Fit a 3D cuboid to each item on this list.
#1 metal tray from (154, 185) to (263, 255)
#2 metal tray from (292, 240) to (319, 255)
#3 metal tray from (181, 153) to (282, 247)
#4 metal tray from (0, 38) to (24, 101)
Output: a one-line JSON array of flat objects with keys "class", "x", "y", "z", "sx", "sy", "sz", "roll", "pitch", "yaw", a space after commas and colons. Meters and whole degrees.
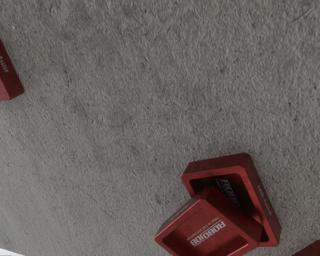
[{"class": "metal tray", "x": 0.061, "y": 0.144, "z": 0.420, "sx": 0.090, "sy": 0.030, "sz": 0.129, "roll": 39, "pitch": 129, "yaw": 2}, {"class": "metal tray", "x": 0.213, "y": 0.218, "z": 0.426, "sx": 0.090, "sy": 0.030, "sz": 0.129, "roll": 35, "pitch": 129, "yaw": 5}, {"class": "metal tray", "x": 0.096, "y": 0.101, "z": 0.415, "sx": 0.090, "sy": 0.030, "sz": 0.130, "roll": -15, "pitch": 111, "yaw": 34}, {"class": "metal tray", "x": -0.280, "y": -0.106, "z": 0.486, "sx": 0.090, "sy": 0.030, "sz": 0.129, "roll": -2, "pitch": 118, "yaw": 29}]
